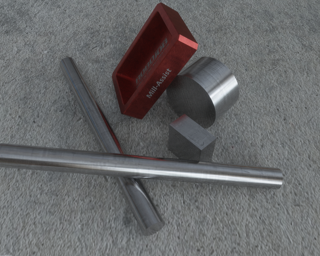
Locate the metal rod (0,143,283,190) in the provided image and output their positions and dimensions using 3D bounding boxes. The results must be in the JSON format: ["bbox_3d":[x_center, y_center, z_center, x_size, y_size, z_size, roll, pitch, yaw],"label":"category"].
[{"bbox_3d":[-0.014,0.043,0.336,0.302,0.025,0.025,6,50,-7],"label":"metal rod"}]

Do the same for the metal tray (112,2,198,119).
[{"bbox_3d":[-0.014,-0.086,0.409,0.030,0.129,0.090,17,37,-35],"label":"metal tray"}]

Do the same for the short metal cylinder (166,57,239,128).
[{"bbox_3d":[0.055,-0.046,0.406,0.080,0.080,0.050,35,58,26],"label":"short metal cylinder"}]

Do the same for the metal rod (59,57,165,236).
[{"bbox_3d":[-0.075,0.001,0.401,0.025,0.025,0.300,-22,53,-17],"label":"metal rod"}]

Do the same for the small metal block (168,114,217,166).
[{"bbox_3d":[0.037,0.019,0.371,0.025,0.050,0.050,-35,59,-26],"label":"small metal block"}]
